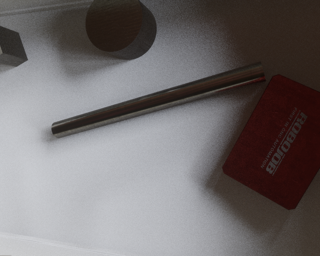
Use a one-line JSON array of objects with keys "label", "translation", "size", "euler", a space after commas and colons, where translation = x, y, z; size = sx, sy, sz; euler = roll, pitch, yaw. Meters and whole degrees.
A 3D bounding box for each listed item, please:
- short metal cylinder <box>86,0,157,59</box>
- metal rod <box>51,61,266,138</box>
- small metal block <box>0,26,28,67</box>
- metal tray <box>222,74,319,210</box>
[{"label": "short metal cylinder", "translation": [-0.051, -0.136, 0.414], "size": [0.080, 0.050, 0.079], "euler": [0, 90, 19]}, {"label": "metal rod", "translation": [-0.016, -0.032, 0.415], "size": [0.301, 0.025, 0.025], "euler": [-14, 85, 19]}, {"label": "small metal block", "translation": [-0.240, -0.127, 0.480], "size": [0.025, 0.050, 0.050], "euler": [-24, 82, 18]}, {"label": "metal tray", "translation": [0.143, 0.015, 0.358], "size": [0.090, 0.030, 0.129], "euler": [29, 99, 17]}]
